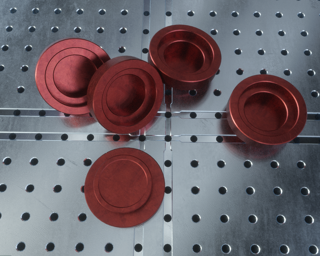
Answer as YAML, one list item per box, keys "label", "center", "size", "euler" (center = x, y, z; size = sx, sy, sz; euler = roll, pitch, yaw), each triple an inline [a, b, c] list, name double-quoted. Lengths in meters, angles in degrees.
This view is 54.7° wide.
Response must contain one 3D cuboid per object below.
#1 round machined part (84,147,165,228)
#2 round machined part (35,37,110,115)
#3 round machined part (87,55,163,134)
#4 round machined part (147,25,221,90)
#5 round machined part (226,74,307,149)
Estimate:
- label: "round machined part"
  center: [-0.043, 0.070, 0.377]
  size: [0.099, 0.042, 0.098]
  euler: [0, 70, -1]
- label: "round machined part"
  center: [-0.112, -0.069, 0.409]
  size: [0.099, 0.042, 0.097]
  euler: [-8, 111, -21]
- label: "round machined part"
  center: [-0.048, -0.045, 0.399]
  size: [0.098, 0.098, 0.042]
  euler: [-40, 40, -13]
- label: "round machined part"
  center: [0.032, -0.093, 0.431]
  size: [0.099, 0.042, 0.098]
  euler: [4, 63, -8]
- label: "round machined part"
  center: [0.137, -0.018, 0.411]
  size: [0.099, 0.042, 0.098]
  euler: [0, 70, -1]
